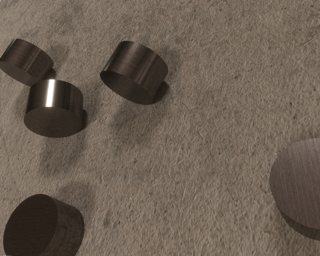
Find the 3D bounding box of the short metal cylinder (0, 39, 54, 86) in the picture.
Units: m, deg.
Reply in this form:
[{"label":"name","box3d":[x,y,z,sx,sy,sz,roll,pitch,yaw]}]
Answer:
[{"label":"short metal cylinder","box3d":[-0.244,-0.116,0.565,0.080,0.080,0.050,11,67,32]}]

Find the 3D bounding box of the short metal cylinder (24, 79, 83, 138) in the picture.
[{"label":"short metal cylinder","box3d":[-0.158,-0.027,0.466,0.080,0.080,0.050,-18,55,17]}]

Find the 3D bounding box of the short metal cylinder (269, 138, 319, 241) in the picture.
[{"label":"short metal cylinder","box3d":[0.144,0.056,0.278,0.080,0.050,0.080,-13,56,20]}]

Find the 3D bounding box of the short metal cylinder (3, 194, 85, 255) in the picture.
[{"label":"short metal cylinder","box3d":[-0.142,0.128,0.382,0.080,0.050,0.080,-13,56,20]}]

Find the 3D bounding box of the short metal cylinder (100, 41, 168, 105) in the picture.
[{"label":"short metal cylinder","box3d":[-0.036,-0.075,0.432,0.080,0.080,0.050,15,70,34]}]
